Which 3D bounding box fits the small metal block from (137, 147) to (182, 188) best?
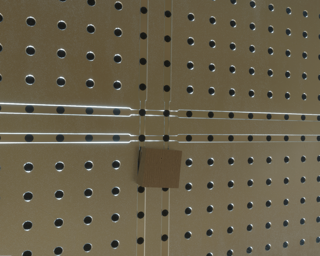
[{"bbox_3d":[-0.001,0.053,0.414,0.050,0.025,0.050,6,88,-20],"label":"small metal block"}]
